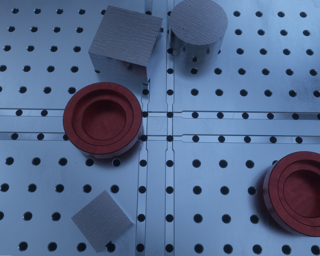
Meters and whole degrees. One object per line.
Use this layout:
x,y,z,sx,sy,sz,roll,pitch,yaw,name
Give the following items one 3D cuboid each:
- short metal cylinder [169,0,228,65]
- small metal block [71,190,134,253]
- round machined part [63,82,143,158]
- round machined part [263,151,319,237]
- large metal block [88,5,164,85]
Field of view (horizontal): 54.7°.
0.053,-0.140,0.450,0.081,0.050,0.080,0,70,0,short metal cylinder
-0.068,0.111,0.370,0.050,0.025,0.050,-39,75,-13,small metal block
-0.072,-0.007,0.405,0.099,0.042,0.098,0,70,0,round machined part
0.174,0.081,0.374,0.099,0.042,0.098,0,70,0,round machined part
-0.045,-0.118,0.441,0.080,0.050,0.080,15,71,5,large metal block
